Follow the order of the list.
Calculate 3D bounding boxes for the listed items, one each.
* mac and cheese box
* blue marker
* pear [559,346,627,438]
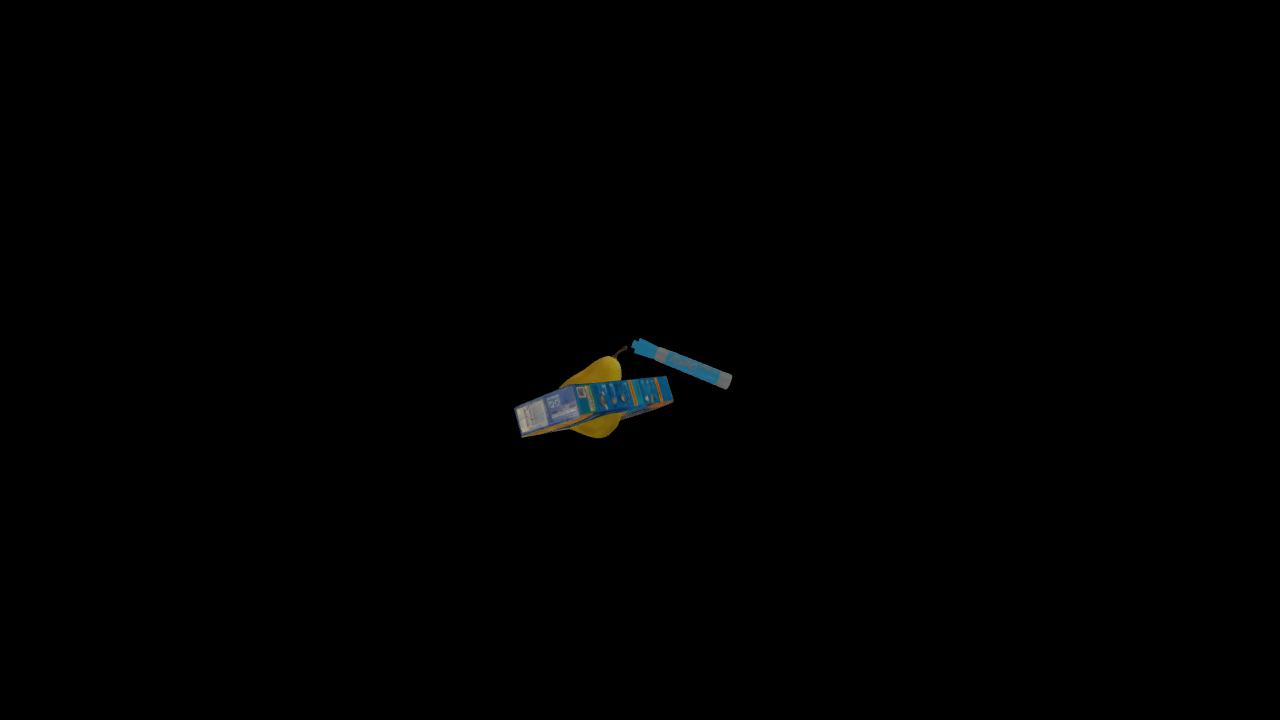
[{"bbox_3d":[-0.048,0.052,0.718,0.093,0.041,0.184,-23,-12,33],"label":"mac and cheese box"},{"bbox_3d":[0.047,0.004,0.707,0.121,0.020,0.020,22,-2,-5],"label":"blue marker"},{"bbox_3d":[-0.051,0.031,0.703,0.080,0.111,0.080,18,-7,2],"label":"pear"}]
